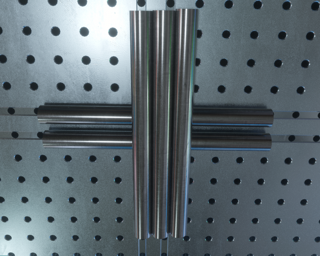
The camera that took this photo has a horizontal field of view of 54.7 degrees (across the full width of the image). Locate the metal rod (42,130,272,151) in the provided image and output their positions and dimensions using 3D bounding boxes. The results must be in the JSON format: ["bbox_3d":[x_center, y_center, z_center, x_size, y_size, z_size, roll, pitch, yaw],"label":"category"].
[{"bbox_3d":[-0.003,0.017,0.420,0.302,0.025,0.025,1,110,-1],"label":"metal rod"}]

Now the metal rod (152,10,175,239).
[{"bbox_3d":[0.002,0.011,0.391,0.025,0.025,0.298,0,110,-1],"label":"metal rod"}]

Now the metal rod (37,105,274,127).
[{"bbox_3d":[-0.005,-0.015,0.408,0.302,0.025,0.025,1,110,-1],"label":"metal rod"}]

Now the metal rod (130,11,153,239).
[{"bbox_3d":[-0.023,0.011,0.391,0.025,0.025,0.298,0,110,-1],"label":"metal rod"}]

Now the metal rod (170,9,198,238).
[{"bbox_3d":[0.028,0.009,0.391,0.025,0.025,0.298,0,110,-1],"label":"metal rod"}]
